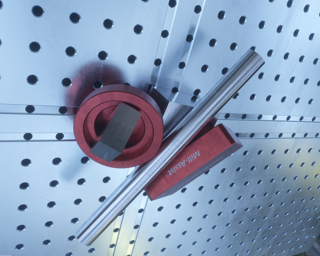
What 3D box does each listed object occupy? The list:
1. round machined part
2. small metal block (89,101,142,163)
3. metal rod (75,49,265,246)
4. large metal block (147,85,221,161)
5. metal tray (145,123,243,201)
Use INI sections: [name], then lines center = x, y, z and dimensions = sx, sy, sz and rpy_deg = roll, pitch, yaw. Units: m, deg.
[round machined part]
center = -0.045, -0.005, 0.357
dimensions = 0.099, 0.042, 0.097
rpy_deg = 0, 118, 0
[small metal block]
center = -0.049, 0.006, 0.337
dimensions = 0.025, 0.050, 0.050
rpy_deg = 31, 63, -13
[metal rod]
center = 0.009, 0.026, 0.369
dimensions = 0.300, 0.025, 0.025
rpy_deg = -47, 130, 4
[large metal block]
center = 0.019, -0.002, 0.405
dimensions = 0.081, 0.050, 0.079
rpy_deg = 9, 114, -33
[metal tray]
center = 0.046, 0.047, 0.421
dimensions = 0.130, 0.030, 0.090
rpy_deg = -37, 163, 13
